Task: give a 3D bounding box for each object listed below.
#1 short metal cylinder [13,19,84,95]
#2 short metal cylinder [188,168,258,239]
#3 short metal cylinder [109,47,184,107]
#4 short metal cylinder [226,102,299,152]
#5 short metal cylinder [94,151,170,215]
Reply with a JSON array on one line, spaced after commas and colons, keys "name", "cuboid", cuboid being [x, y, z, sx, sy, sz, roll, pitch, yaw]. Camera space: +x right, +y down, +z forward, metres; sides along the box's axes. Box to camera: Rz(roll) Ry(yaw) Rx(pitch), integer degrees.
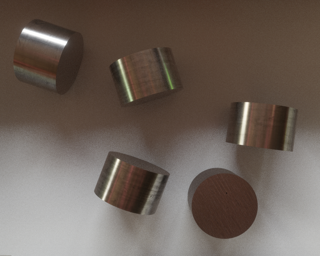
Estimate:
[{"name": "short metal cylinder", "cuboid": [-0.134, -0.087, 0.382, 0.050, 0.080, 0.080, 19, 90, 0]}, {"name": "short metal cylinder", "cuboid": [0.078, 0.095, 0.400, 0.081, 0.050, 0.079, 0, 90, -1]}, {"name": "short metal cylinder", "cuboid": [-0.017, -0.061, 0.384, 0.080, 0.080, 0.050, -17, 90, 0]}, {"name": "short metal cylinder", "cuboid": [0.126, -0.001, 0.386, 0.081, 0.080, 0.050, 8, 90, -1]}, {"name": "short metal cylinder", "cuboid": [-0.034, 0.067, 0.384, 0.080, 0.080, 0.050, 21, 90, -1]}]
